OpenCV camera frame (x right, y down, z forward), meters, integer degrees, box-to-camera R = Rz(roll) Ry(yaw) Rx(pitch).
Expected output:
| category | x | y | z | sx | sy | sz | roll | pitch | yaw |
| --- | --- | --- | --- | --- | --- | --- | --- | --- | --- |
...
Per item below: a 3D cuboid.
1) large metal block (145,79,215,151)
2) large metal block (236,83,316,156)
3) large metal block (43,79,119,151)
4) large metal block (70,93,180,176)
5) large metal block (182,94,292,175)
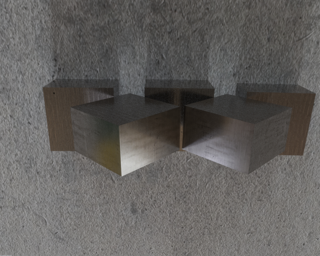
| category | x | y | z | sx | sy | sz | roll | pitch | yaw |
| --- | --- | --- | --- | --- | --- | --- | --- | --- | --- |
| large metal block | 0.022 | -0.017 | 0.392 | 0.081 | 0.050 | 0.079 | 1 | 110 | -1 |
| large metal block | 0.140 | -0.012 | 0.395 | 0.081 | 0.050 | 0.079 | 1 | 110 | -1 |
| large metal block | -0.094 | -0.017 | 0.390 | 0.081 | 0.050 | 0.079 | 0 | 110 | -1 |
| large metal block | -0.036 | 0.001 | 0.328 | 0.081 | 0.080 | 0.050 | -20 | 118 | -42 |
| large metal block | 0.082 | 0.001 | 0.332 | 0.080 | 0.081 | 0.050 | 19 | 116 | 40 |
